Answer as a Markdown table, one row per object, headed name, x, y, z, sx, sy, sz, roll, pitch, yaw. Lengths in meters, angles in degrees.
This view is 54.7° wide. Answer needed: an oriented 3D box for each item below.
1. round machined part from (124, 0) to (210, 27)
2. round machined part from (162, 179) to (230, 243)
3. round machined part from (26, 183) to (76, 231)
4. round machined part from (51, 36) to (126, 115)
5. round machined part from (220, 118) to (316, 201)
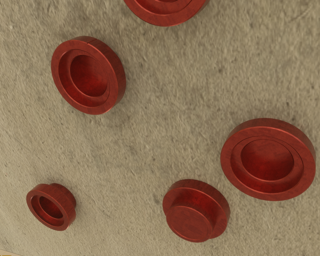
| name | x | y | z | sx | sy | sz | roll | pitch | yaw |
| --- | --- | --- | --- | --- | --- | --- | --- | --- | --- |
| round machined part | 0.009 | -0.152 | 0.296 | 0.098 | 0.042 | 0.097 | 13 | 124 | 20 |
| round machined part | 0.048 | 0.126 | 0.447 | 0.098 | 0.042 | 0.097 | 13 | 124 | 20 |
| round machined part | -0.200 | 0.144 | 0.587 | 0.098 | 0.042 | 0.097 | 13 | 124 | 20 |
| round machined part | -0.086 | -0.069 | 0.396 | 0.098 | 0.042 | 0.097 | 13 | 124 | 20 |
| round machined part | 0.122 | 0.031 | 0.351 | 0.098 | 0.042 | 0.097 | 13 | 124 | 20 |
